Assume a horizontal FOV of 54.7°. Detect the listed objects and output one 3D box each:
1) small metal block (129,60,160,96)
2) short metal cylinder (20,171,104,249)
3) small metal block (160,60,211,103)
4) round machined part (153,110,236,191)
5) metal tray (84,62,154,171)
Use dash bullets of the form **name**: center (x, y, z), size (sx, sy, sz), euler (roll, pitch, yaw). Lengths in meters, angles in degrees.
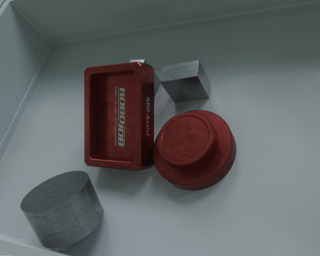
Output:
- **small metal block**: center (-0.029, -0.061, 0.440), size (0.025, 0.050, 0.050), euler (8, 65, 34)
- **short metal cylinder**: center (-0.114, 0.093, 0.366), size (0.080, 0.050, 0.080), euler (-16, 20, 6)
- **small metal block**: center (0.034, -0.060, 0.407), size (0.050, 0.050, 0.025), euler (-5, 60, 25)
- **round machined part**: center (0.036, 0.020, 0.363), size (0.098, 0.042, 0.098), euler (-13, 57, 20)
- **metal tray**: center (-0.053, -0.014, 0.397), size (0.090, 0.030, 0.129), euler (1, 91, 30)
